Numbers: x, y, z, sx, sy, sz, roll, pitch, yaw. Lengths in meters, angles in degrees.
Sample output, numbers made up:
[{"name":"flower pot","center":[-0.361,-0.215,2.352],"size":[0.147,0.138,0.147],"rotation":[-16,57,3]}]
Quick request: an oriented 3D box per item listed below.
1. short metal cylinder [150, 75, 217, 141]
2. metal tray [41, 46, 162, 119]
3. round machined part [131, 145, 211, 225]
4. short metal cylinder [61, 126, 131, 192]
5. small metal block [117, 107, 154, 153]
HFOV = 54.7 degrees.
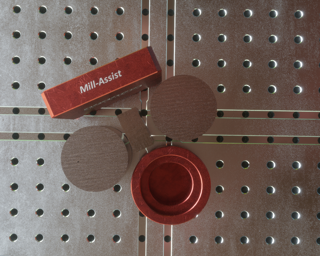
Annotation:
[{"name":"short metal cylinder","center":[0.028,-0.025,0.397],"size":[0.081,0.050,0.079],"rotation":[0,90,0]},{"name":"metal tray","center":[-0.063,-0.050,0.376],"size":[0.131,0.090,0.030],"rotation":[-23,90,0]},{"name":"round machined part","center":[0.014,0.071,0.401],"size":[0.099,0.042,0.097],"rotation":[0,90,0]},{"name":"short metal cylinder","center":[-0.079,0.037,0.396],"size":[0.081,0.050,0.079],"rotation":[0,90,0]},{"name":"small metal block","center":[-0.030,0.002,0.396],"size":[0.025,0.050,0.050],"rotation":[-25,90,0]}]
